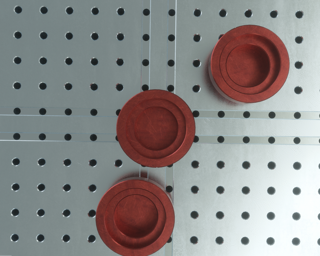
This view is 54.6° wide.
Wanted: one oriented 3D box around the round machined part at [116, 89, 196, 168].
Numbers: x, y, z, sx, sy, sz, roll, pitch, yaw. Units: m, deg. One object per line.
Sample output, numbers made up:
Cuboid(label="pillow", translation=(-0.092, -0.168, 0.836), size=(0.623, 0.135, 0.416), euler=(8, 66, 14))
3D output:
Cuboid(label="round machined part", translation=(-0.005, 0.001, 0.405), size=(0.099, 0.042, 0.097), euler=(0, 90, 0))

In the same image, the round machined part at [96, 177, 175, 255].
Cuboid(label="round machined part", translation=(-0.031, 0.112, 0.405), size=(0.099, 0.042, 0.097), euler=(0, 90, 0))

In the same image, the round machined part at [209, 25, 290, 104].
Cuboid(label="round machined part", translation=(0.112, -0.080, 0.405), size=(0.099, 0.042, 0.097), euler=(0, 90, 0))
